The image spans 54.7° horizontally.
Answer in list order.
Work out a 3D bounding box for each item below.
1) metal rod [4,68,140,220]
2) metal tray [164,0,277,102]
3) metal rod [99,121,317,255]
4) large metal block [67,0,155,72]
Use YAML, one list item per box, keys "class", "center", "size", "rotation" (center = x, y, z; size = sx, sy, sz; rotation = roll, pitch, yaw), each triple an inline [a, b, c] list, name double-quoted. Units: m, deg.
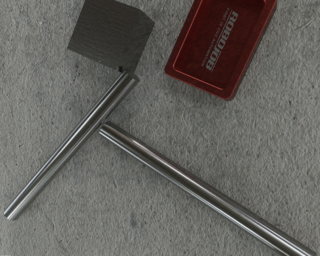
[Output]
- class: "metal rod"
  center: [-0.135, 0.034, 0.444]
  size: [0.299, 0.025, 0.025]
  rotation: [-46, 76, 18]
- class: "metal tray"
  center: [0.073, -0.109, 0.380]
  size: [0.090, 0.030, 0.129]
  rotation: [26, 98, 17]
- class: "metal rod"
  center: [0.046, 0.076, 0.392]
  size: [0.300, 0.025, 0.025]
  rotation: [31, 100, 16]
- class: "large metal block"
  center: [-0.065, -0.125, 0.418]
  size: [0.080, 0.050, 0.080]
  rotation: [26, 98, 18]
